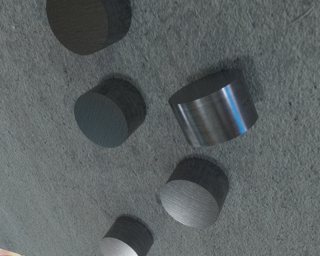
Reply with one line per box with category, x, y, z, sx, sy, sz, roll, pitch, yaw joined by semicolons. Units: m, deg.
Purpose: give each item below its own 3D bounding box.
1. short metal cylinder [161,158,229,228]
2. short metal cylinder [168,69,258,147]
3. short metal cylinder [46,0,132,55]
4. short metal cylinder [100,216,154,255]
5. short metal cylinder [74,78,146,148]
short metal cylinder;0.048;0.087;0.419;0.080;0.050;0.079;13;124;21
short metal cylinder;0.056;-0.022;0.328;0.080;0.080;0.050;-14;111;34
short metal cylinder;-0.080;-0.129;0.353;0.080;0.050;0.079;13;124;21
short metal cylinder;-0.059;0.205;0.548;0.080;0.050;0.079;13;124;21
short metal cylinder;-0.065;-0.020;0.413;0.080;0.050;0.079;13;124;21
